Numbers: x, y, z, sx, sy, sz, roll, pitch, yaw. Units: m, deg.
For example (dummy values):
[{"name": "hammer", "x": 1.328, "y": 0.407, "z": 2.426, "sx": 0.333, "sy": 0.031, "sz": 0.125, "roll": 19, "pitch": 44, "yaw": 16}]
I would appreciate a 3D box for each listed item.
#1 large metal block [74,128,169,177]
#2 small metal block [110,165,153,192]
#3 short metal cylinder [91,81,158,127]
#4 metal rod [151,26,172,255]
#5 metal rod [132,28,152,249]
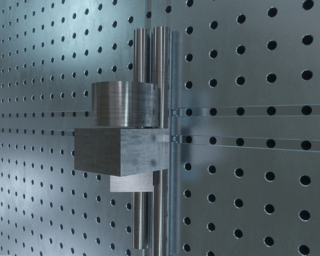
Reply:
[{"name": "large metal block", "x": -0.046, "y": 0.025, "z": 0.377, "sx": 0.080, "sy": 0.081, "sz": 0.050, "roll": 1, "pitch": 91, "yaw": 39}, {"name": "small metal block", "x": -0.036, "y": 0.063, "z": 0.391, "sx": 0.050, "sy": 0.050, "sz": 0.025, "roll": 1, "pitch": 91, "yaw": -5}, {"name": "short metal cylinder", "x": -0.043, "y": -0.027, "z": 0.379, "sx": 0.080, "sy": 0.081, "sz": 0.050, "roll": 1, "pitch": 91, "yaw": 39}, {"name": "metal rod", "x": 0.002, "y": 0.020, "z": 0.407, "sx": 0.025, "sy": 0.025, "sz": 0.298, "roll": 1, "pitch": 91, "yaw": 39}, {"name": "metal rod", "x": -0.025, "y": 0.015, "z": 0.430, "sx": 0.025, "sy": 0.025, "sz": 0.298, "roll": 1, "pitch": 91, "yaw": 39}]
